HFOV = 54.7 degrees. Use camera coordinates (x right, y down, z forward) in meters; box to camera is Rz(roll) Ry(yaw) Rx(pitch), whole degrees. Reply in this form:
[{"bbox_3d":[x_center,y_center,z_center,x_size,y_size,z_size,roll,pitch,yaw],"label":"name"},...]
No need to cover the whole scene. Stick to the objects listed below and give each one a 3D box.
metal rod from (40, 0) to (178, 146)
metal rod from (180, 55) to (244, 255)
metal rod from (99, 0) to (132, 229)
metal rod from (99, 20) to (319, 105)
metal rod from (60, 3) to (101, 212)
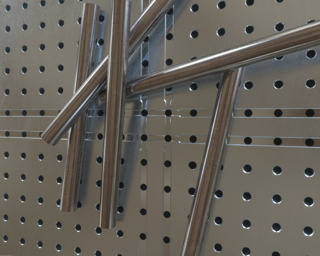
[{"bbox_3d":[-0.057,-0.095,0.415,0.025,0.025,0.299,43,97,14],"label":"metal rod"},{"bbox_3d":[0.063,0.054,0.389,0.025,0.025,0.298,14,94,19],"label":"metal rod"},{"bbox_3d":[-0.060,-0.009,0.407,0.025,0.025,0.298,10,103,19],"label":"metal rod"},{"bbox_3d":[0.052,-0.073,0.371,0.300,0.025,0.025,-12,86,27],"label":"metal rod"},{"bbox_3d":[-0.117,-0.028,0.452,0.025,0.025,0.298,8,93,19],"label":"metal rod"}]
